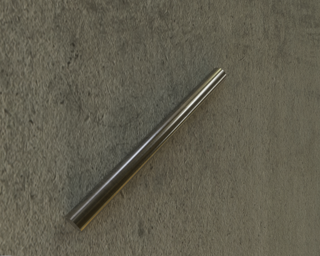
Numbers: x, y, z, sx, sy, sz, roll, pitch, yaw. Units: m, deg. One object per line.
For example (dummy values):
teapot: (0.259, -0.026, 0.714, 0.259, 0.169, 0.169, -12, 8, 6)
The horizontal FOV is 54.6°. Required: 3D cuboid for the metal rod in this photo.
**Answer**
metal rod: (0.000, 0.010, 0.403, 0.301, 0.025, 0.025, -45, 117, -30)
